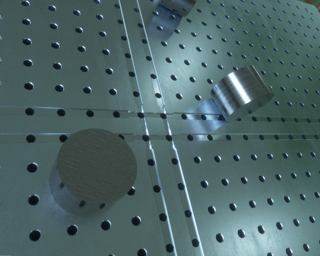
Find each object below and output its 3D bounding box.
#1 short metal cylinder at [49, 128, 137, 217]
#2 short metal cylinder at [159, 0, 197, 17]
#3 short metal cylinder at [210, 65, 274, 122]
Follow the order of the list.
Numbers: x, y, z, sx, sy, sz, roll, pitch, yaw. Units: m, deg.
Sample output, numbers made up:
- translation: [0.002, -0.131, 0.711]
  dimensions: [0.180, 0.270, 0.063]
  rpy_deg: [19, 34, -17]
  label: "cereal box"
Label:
- translation: [-0.071, 0.047, 0.326]
  dimensions: [0.081, 0.050, 0.080]
  rpy_deg: [14, 56, -21]
  label: "short metal cylinder"
- translation: [0.039, -0.244, 0.545]
  dimensions: [0.050, 0.080, 0.080]
  rpy_deg: [24, 53, -14]
  label: "short metal cylinder"
- translation: [0.125, -0.051, 0.474]
  dimensions: [0.081, 0.080, 0.050]
  rpy_deg: [-15, 70, -34]
  label: "short metal cylinder"
